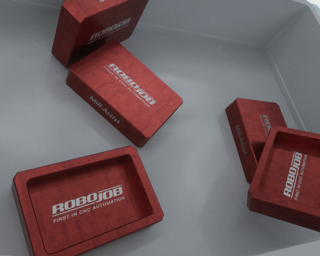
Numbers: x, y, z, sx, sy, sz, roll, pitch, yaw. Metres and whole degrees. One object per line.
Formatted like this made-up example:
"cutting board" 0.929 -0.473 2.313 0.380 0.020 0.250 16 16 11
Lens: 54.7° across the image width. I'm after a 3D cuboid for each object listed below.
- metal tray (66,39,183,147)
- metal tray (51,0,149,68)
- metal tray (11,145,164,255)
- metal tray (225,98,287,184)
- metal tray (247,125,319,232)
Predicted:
"metal tray" -0.044 -0.048 0.408 0.130 0.030 0.090 42 51 0
"metal tray" -0.075 -0.139 0.407 0.030 0.090 0.131 46 51 3
"metal tray" -0.071 0.076 0.317 0.131 0.030 0.090 -12 68 -33
"metal tray" 0.160 0.019 0.477 0.091 0.030 0.130 4 60 -26
"metal tray" 0.171 0.056 0.389 0.090 0.030 0.130 13 46 25
